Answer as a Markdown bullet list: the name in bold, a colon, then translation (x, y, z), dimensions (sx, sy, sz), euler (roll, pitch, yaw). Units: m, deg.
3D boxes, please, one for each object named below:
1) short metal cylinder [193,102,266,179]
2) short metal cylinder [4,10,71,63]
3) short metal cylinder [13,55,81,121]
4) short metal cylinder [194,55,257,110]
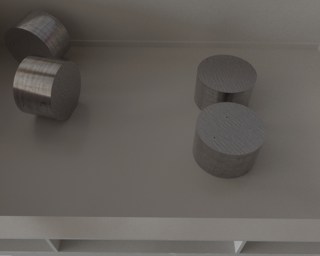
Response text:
- **short metal cylinder**: translation (0.082, 0.014, 0.378), dimensions (0.081, 0.050, 0.080), euler (0, 50, 0)
- **short metal cylinder**: translation (-0.187, -0.132, 0.478), dimensions (0.080, 0.080, 0.050), euler (14, 52, 11)
- **short metal cylinder**: translation (-0.147, -0.054, 0.413), dimensions (0.050, 0.080, 0.080), euler (11, 51, 9)
- **short metal cylinder**: translation (0.091, -0.060, 0.440), dimensions (0.081, 0.050, 0.080), euler (0, 50, 0)
